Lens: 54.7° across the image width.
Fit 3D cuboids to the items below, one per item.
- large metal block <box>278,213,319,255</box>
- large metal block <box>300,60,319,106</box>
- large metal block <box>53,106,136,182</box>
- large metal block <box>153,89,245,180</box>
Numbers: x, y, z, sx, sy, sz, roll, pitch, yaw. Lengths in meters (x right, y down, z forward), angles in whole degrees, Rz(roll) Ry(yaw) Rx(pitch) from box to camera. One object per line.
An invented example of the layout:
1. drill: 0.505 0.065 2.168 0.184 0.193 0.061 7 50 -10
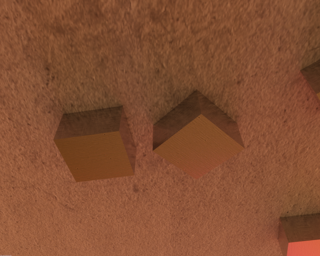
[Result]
1. large metal block: 0.267 0.204 0.569 0.080 0.050 0.080 -9 130 7
2. large metal block: 0.223 -0.047 0.354 0.080 0.050 0.080 -31 124 23
3. large metal block: -0.081 0.022 0.409 0.080 0.050 0.080 -8 130 6
4. large metal block: 0.048 0.011 0.401 0.080 0.050 0.080 36 121 -27
